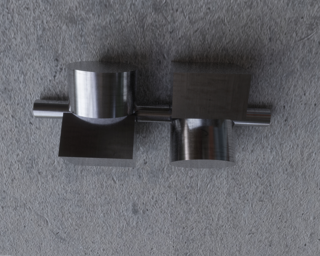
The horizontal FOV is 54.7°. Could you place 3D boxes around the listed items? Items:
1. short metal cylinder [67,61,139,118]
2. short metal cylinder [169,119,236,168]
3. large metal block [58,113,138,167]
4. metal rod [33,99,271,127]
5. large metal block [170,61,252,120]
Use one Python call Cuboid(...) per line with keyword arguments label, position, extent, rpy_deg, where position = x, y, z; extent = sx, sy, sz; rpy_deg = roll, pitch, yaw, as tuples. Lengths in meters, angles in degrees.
Cuboid(label="short metal cylinder", position=(-0.066, -0.048, 0.363), extent=(0.081, 0.080, 0.050), rpy_deg=(3, 110, -2))
Cuboid(label="short metal cylinder", position=(0.052, 0.020, 0.383), extent=(0.081, 0.080, 0.050), rpy_deg=(2, 75, -1))
Cuboid(label="large metal block", position=(-0.070, 0.018, 0.381), extent=(0.081, 0.080, 0.050), rpy_deg=(2, 76, -2))
Cuboid(label="metal rod", position=(-0.009, -0.019, 0.406), extent=(0.302, 0.025, 0.025), rpy_deg=(2, 110, -1))
Cuboid(label="large metal block", position=(0.054, -0.047, 0.364), extent=(0.081, 0.080, 0.050), rpy_deg=(1, 110, -1))
